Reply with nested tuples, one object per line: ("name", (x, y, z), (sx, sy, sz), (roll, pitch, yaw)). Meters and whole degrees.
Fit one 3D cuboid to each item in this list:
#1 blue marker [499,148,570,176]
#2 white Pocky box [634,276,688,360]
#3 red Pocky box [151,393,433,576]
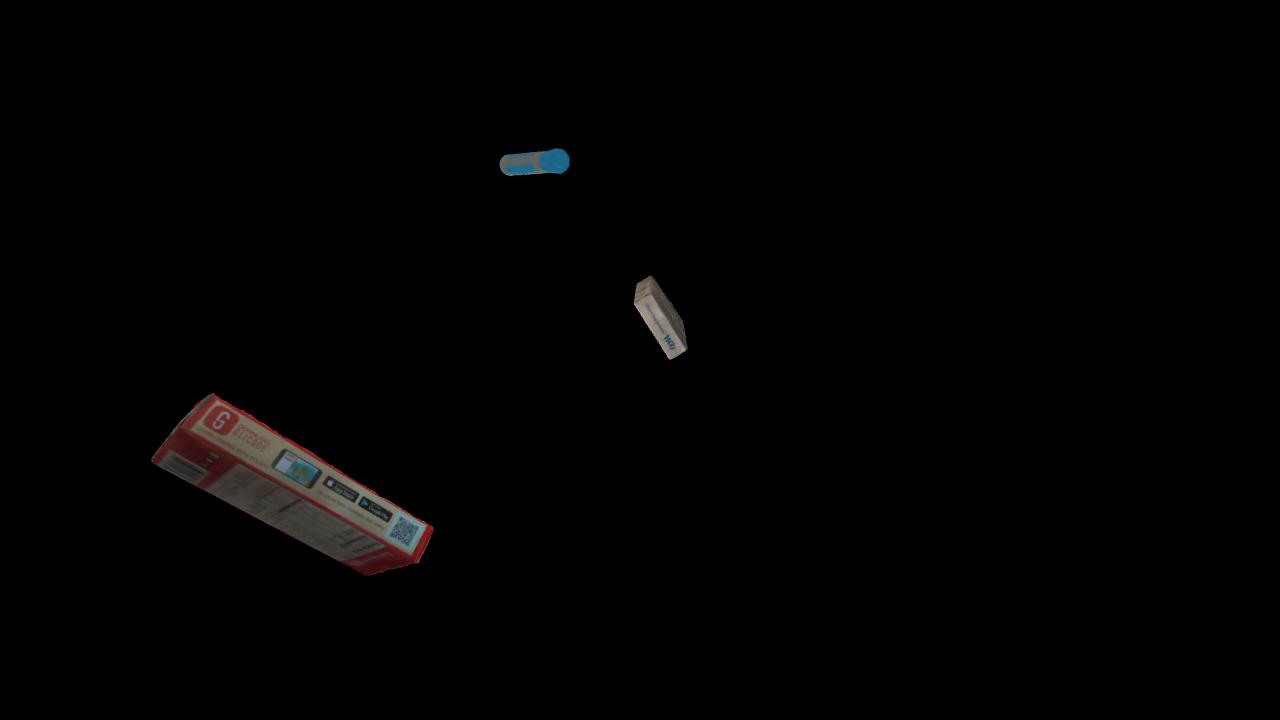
("blue marker", (-0.091, -0.166, 0.520), (0.020, 0.020, 0.121), (0, 14, -32))
("white Pocky box", (0.027, -0.059, 0.786), (0.028, 0.084, 0.154), (-32, 13, 10))
("red Pocky box", (-0.215, 0.086, 0.387), (0.083, 0.028, 0.155), (-26, -57, 38))
